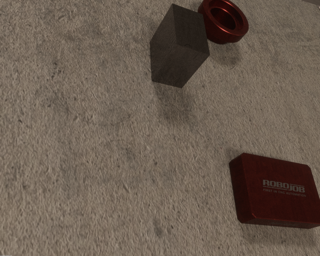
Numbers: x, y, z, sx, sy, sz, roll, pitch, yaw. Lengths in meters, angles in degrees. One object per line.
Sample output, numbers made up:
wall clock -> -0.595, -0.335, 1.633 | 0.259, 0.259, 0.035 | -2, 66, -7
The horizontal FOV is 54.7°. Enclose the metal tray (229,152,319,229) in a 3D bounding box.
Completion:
metal tray -> 0.165, 0.090, 0.437 | 0.131, 0.030, 0.090 | 12, 57, -22

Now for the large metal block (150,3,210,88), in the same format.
large metal block -> 0.025, -0.118, 0.456 | 0.050, 0.080, 0.080 | 11, 57, -23

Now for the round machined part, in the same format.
round machined part -> 0.112, -0.195, 0.575 | 0.099, 0.042, 0.098 | 14, 56, -21
